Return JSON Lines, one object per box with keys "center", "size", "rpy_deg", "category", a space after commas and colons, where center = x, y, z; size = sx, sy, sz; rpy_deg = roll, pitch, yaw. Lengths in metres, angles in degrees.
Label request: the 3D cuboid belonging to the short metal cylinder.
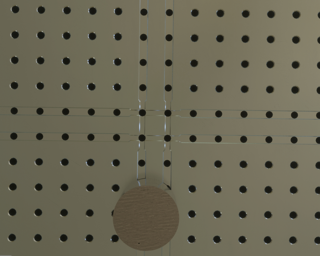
{"center": [-0.017, 0.109, 0.401], "size": [0.081, 0.050, 0.079], "rpy_deg": [0, 90, -1], "category": "short metal cylinder"}
